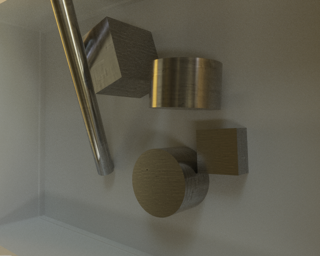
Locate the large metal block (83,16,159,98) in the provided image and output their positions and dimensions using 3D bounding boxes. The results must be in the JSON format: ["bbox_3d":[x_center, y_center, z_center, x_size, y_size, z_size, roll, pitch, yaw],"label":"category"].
[{"bbox_3d":[-0.046,-0.088,0.407,0.050,0.081,0.080,-24,75,37],"label":"large metal block"}]

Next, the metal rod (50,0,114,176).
[{"bbox_3d":[-0.103,-0.066,0.408,0.025,0.025,0.298,15,125,39],"label":"metal rod"}]

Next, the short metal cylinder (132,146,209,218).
[{"bbox_3d":[0.012,0.064,0.379,0.080,0.050,0.079,0,90,39],"label":"short metal cylinder"}]

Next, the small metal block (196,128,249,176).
[{"bbox_3d":[0.070,0.026,0.348,0.050,0.025,0.050,-3,88,39],"label":"small metal block"}]

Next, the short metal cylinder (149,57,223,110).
[{"bbox_3d":[0.028,-0.046,0.346,0.080,0.081,0.050,3,92,39],"label":"short metal cylinder"}]
